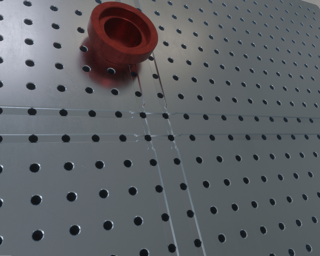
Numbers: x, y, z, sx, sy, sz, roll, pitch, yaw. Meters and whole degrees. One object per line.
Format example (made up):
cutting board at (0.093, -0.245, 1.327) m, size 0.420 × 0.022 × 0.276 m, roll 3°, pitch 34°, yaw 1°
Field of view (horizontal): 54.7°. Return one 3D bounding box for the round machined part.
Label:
round machined part at (-0.056, -0.131, 0.447) m, size 0.099 × 0.042 × 0.098 m, roll 14°, pitch 56°, yaw -21°
